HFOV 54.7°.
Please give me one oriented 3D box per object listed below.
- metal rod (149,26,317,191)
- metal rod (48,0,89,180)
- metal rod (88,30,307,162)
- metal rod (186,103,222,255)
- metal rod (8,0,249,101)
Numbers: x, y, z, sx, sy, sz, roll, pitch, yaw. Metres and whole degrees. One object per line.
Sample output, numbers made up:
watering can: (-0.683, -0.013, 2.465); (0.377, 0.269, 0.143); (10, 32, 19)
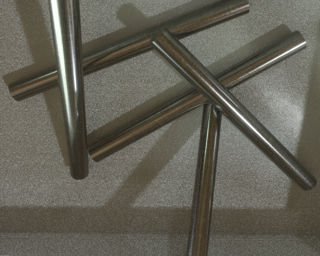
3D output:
metal rod: (0.104, -0.010, 0.387); (0.301, 0.025, 0.025); (40, 106, -22)
metal rod: (-0.093, -0.039, 0.328); (0.025, 0.025, 0.298); (8, 136, -3)
metal rod: (0.039, -0.035, 0.398); (0.300, 0.025, 0.025); (-29, 108, 10)
metal rod: (0.049, 0.117, 0.379); (0.025, 0.025, 0.299); (8, 80, -3)
metal rod: (-0.042, -0.095, 0.375); (0.301, 0.025, 0.025); (-19, 109, 7)
